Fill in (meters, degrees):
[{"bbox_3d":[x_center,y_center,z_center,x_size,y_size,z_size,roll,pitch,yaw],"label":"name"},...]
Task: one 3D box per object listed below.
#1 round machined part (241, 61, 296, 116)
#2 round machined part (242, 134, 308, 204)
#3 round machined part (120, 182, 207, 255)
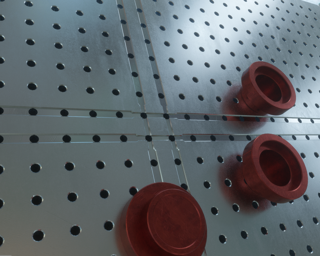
[{"bbox_3d":[0.179,-0.063,0.531,0.099,0.042,0.098,13,56,-21],"label":"round machined part"},{"bbox_3d":[0.158,0.060,0.445,0.099,0.042,0.098,13,56,-21],"label":"round machined part"},{"bbox_3d":[0.010,0.105,0.338,0.099,0.042,0.098,13,56,-21],"label":"round machined part"}]
